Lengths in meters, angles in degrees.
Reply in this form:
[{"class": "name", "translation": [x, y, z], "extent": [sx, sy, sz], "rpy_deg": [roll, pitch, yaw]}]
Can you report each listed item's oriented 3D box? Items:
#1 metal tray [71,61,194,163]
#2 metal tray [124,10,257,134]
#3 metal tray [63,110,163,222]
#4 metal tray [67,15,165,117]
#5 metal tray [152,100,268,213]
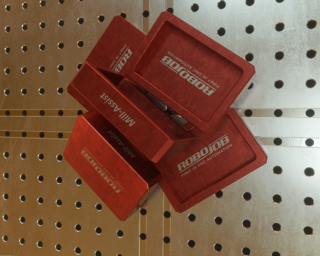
[{"class": "metal tray", "translation": [-0.028, -0.019, 0.354], "extent": [0.130, 0.090, 0.030], "rpy_deg": [42, 103, 14]}, {"class": "metal tray", "translation": [0.034, -0.065, 0.365], "extent": [0.130, 0.030, 0.090], "rpy_deg": [38, 102, 15]}, {"class": "metal tray", "translation": [-0.068, 0.050, 0.413], "extent": [0.130, 0.030, 0.089], "rpy_deg": [44, 129, 14]}, {"class": "metal tray", "translation": [-0.058, -0.076, 0.428], "extent": [0.090, 0.030, 0.130], "rpy_deg": [40, 102, 15]}, {"class": "metal tray", "translation": [0.055, 0.036, 0.389], "extent": [0.130, 0.030, 0.090], "rpy_deg": [-35, 79, 16]}]
